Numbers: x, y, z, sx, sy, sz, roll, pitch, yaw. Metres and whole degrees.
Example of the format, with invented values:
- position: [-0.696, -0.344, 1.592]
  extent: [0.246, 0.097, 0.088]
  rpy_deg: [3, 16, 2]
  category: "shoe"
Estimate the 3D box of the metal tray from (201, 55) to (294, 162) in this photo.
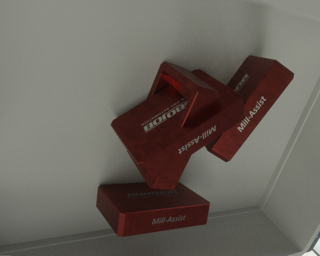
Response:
- position: [0.102, -0.029, 0.401]
  extent: [0.030, 0.090, 0.129]
  rpy_deg: [32, 101, -13]
  category: "metal tray"

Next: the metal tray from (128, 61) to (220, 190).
- position: [0.009, -0.003, 0.369]
  extent: [0.030, 0.090, 0.129]
  rpy_deg: [11, 113, -32]
  category: "metal tray"

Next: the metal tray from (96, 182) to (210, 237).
- position: [-0.010, 0.104, 0.422]
  extent: [0.131, 0.090, 0.030]
  rpy_deg: [2, 101, -30]
  category: "metal tray"

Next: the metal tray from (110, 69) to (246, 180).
- position: [0.019, -0.010, 0.355]
  extent: [0.131, 0.090, 0.030]
  rpy_deg: [-33, 131, -9]
  category: "metal tray"
